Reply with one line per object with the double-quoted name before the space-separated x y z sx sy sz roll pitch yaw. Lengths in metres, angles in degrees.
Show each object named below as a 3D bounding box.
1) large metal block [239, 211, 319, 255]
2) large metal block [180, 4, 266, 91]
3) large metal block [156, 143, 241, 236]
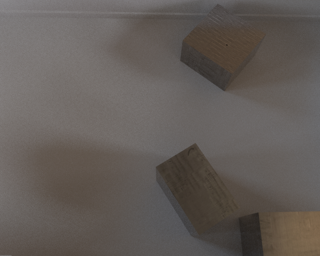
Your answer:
"large metal block" 0.139 0.120 0.338 0.081 0.080 0.050 -1 70 -1
"large metal block" 0.087 -0.114 0.439 0.080 0.050 0.080 38 74 12
"large metal block" 0.038 0.074 0.354 0.050 0.080 0.080 -30 73 -11
